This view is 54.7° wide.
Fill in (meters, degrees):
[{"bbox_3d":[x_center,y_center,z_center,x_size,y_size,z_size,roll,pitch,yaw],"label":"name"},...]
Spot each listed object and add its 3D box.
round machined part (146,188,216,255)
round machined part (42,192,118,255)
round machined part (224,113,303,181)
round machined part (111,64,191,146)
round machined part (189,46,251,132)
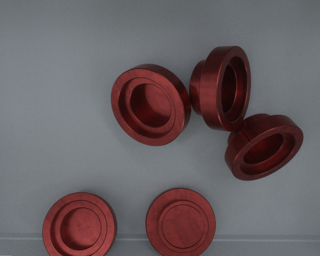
[{"bbox_3d":[0.030,0.133,0.429,0.099,0.042,0.098,1,81,-4],"label":"round machined part"},{"bbox_3d":[-0.109,0.141,0.437,0.099,0.042,0.098,0,75,1],"label":"round machined part"},{"bbox_3d":[0.127,0.020,0.396,0.099,0.042,0.097,-14,136,-13],"label":"round machined part"},{"bbox_3d":[-0.007,-0.030,0.377,0.098,0.042,0.097,13,120,24],"label":"round machined part"},{"bbox_3d":[0.070,-0.046,0.366,0.042,0.099,0.097,8,115,35],"label":"round machined part"}]
